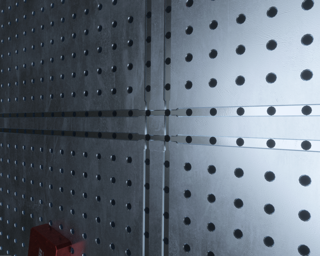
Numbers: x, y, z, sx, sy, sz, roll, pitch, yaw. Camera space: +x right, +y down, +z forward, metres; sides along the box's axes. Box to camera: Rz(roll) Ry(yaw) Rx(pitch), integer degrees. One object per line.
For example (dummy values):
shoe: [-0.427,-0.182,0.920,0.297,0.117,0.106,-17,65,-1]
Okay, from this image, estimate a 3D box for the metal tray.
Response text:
metal tray: [-0.210,0.258,0.576,0.090,0.030,0.129,15,99,38]
